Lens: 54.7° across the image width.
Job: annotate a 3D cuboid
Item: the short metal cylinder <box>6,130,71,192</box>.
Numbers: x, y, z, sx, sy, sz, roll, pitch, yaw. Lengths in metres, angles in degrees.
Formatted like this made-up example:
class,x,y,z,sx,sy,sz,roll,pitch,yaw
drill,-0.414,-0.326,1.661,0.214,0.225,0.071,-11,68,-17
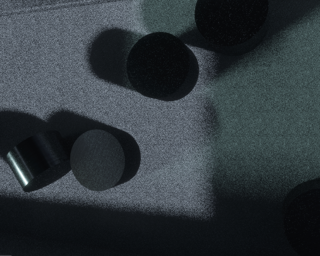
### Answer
class,x,y,z,sx,sy,sz,roll,pitch,yaw
short metal cylinder,-0.166,0.047,0.438,0.080,0.080,0.050,-39,78,16

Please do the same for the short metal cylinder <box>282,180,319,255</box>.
class,x,y,z,sx,sy,sz,roll,pitch,yaw
short metal cylinder,0.176,0.100,0.335,0.080,0.050,0.079,0,90,19

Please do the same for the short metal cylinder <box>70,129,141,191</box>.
class,x,y,z,sx,sy,sz,roll,pitch,yaw
short metal cylinder,-0.073,0.041,0.422,0.080,0.050,0.079,0,90,19

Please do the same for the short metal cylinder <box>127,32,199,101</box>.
class,x,y,z,sx,sy,sz,roll,pitch,yaw
short metal cylinder,0.005,-0.076,0.395,0.080,0.050,0.079,0,90,19

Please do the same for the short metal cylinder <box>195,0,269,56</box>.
class,x,y,z,sx,sy,sz,roll,pitch,yaw
short metal cylinder,0.086,-0.131,0.367,0.080,0.050,0.079,0,90,19
